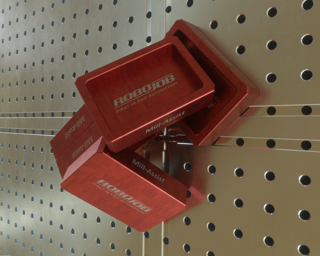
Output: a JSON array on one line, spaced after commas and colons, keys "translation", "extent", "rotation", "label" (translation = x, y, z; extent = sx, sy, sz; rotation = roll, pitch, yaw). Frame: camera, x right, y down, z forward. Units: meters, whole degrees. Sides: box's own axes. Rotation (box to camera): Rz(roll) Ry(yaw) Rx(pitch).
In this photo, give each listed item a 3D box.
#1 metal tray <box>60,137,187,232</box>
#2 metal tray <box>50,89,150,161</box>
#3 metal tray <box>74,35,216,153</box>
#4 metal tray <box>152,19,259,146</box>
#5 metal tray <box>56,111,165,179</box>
[{"translation": [-0.042, 0.073, 0.382], "extent": [0.090, 0.130, 0.030], "rotation": [-39, 25, 33], "label": "metal tray"}, {"translation": [-0.080, -0.001, 0.430], "extent": [0.130, 0.091, 0.030], "rotation": [-39, 66, 32], "label": "metal tray"}, {"translation": [-0.016, -0.041, 0.347], "extent": [0.131, 0.030, 0.090], "rotation": [-27, 66, -11], "label": "metal tray"}, {"translation": [0.041, -0.054, 0.369], "extent": [0.090, 0.030, 0.130], "rotation": [-51, 61, 27], "label": "metal tray"}, {"translation": [-0.067, 0.024, 0.418], "extent": [0.130, 0.091, 0.030], "rotation": [-39, 66, 32], "label": "metal tray"}]
